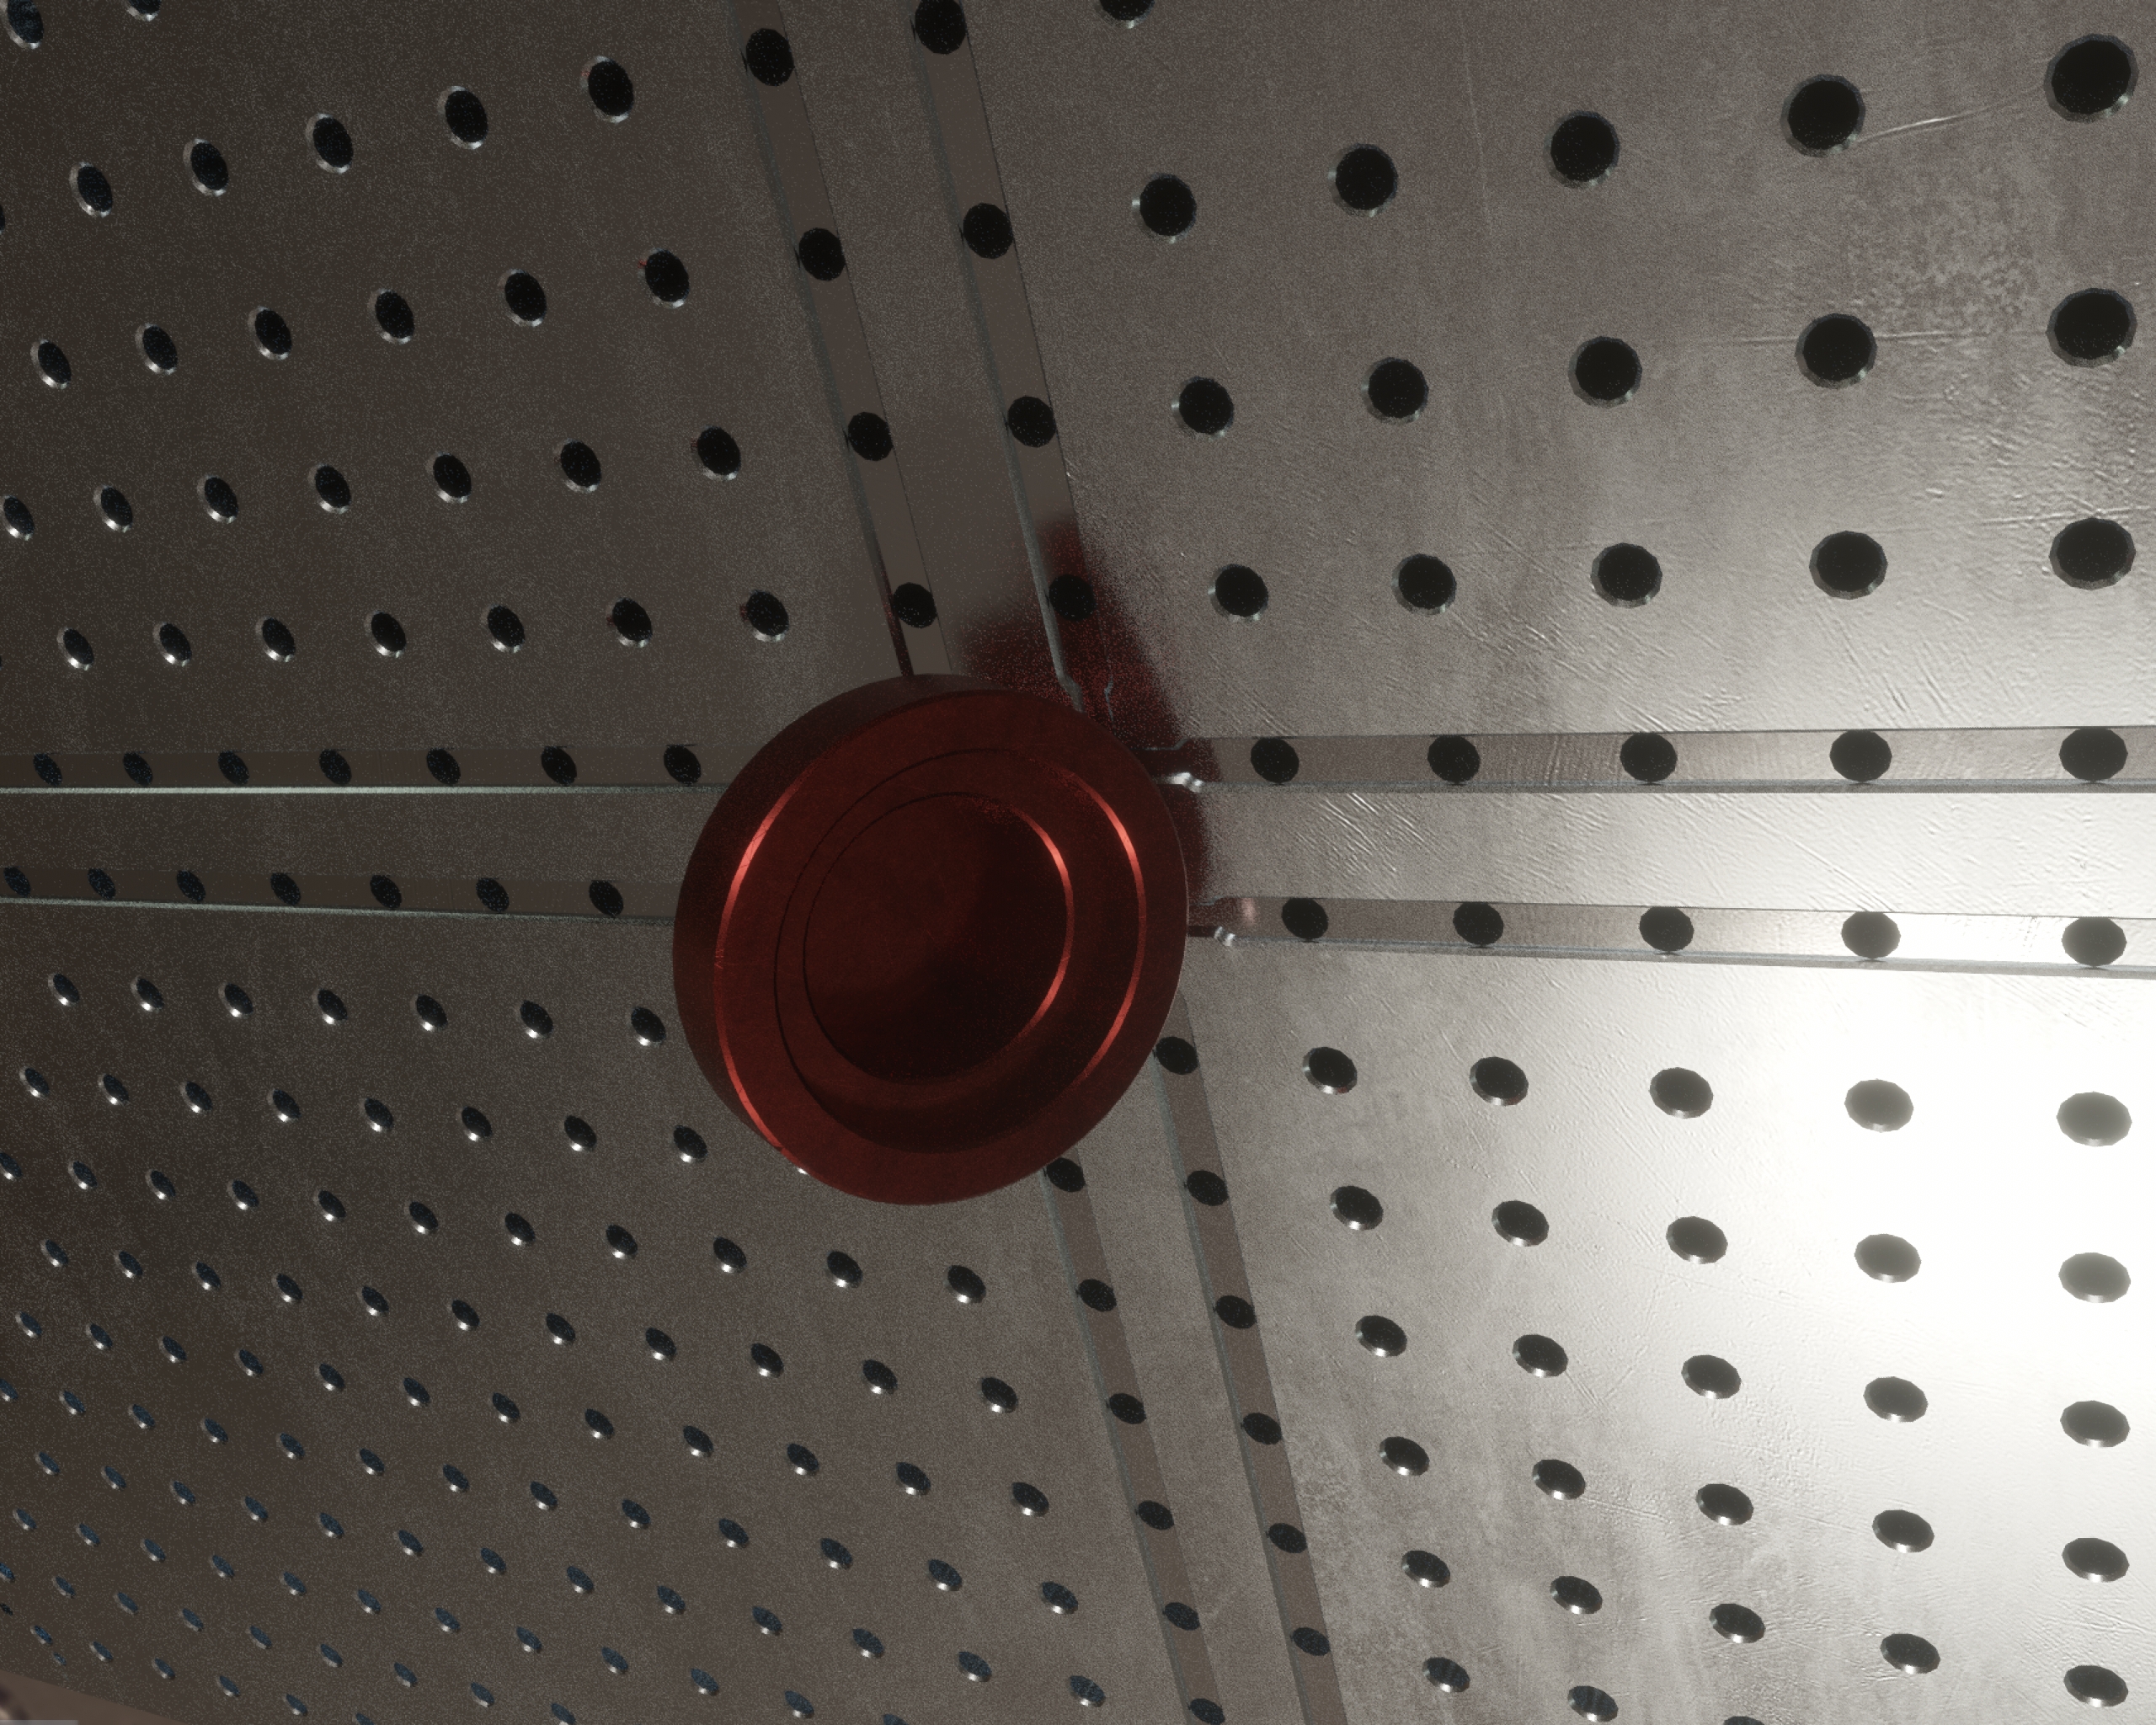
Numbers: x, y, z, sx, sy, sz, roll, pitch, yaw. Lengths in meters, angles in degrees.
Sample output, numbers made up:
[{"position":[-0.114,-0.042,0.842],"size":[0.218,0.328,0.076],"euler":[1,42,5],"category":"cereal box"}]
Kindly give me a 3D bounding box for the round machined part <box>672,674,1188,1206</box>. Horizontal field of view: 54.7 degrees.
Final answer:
[{"position":[-0.031,0.012,0.398],"size":[0.042,0.099,0.097],"euler":[22,134,55],"category":"round machined part"}]
